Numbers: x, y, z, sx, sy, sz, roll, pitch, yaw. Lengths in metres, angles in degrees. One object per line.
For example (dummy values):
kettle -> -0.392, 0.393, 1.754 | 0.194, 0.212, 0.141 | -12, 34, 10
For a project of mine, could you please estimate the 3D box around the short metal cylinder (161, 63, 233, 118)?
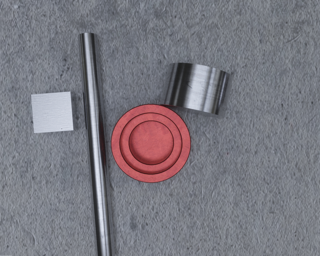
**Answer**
short metal cylinder -> 0.045, -0.045, 0.383 | 0.080, 0.080, 0.050 | 12, 90, 0

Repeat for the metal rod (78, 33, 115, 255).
metal rod -> -0.083, 0.027, 0.409 | 0.025, 0.025, 0.298 | -5, 90, 0

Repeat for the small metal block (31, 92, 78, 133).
small metal block -> -0.138, -0.020, 0.409 | 0.050, 0.025, 0.050 | -4, 90, 0

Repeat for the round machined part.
round machined part -> -0.011, 0.018, 0.400 | 0.099, 0.042, 0.097 | 0, 92, 1
